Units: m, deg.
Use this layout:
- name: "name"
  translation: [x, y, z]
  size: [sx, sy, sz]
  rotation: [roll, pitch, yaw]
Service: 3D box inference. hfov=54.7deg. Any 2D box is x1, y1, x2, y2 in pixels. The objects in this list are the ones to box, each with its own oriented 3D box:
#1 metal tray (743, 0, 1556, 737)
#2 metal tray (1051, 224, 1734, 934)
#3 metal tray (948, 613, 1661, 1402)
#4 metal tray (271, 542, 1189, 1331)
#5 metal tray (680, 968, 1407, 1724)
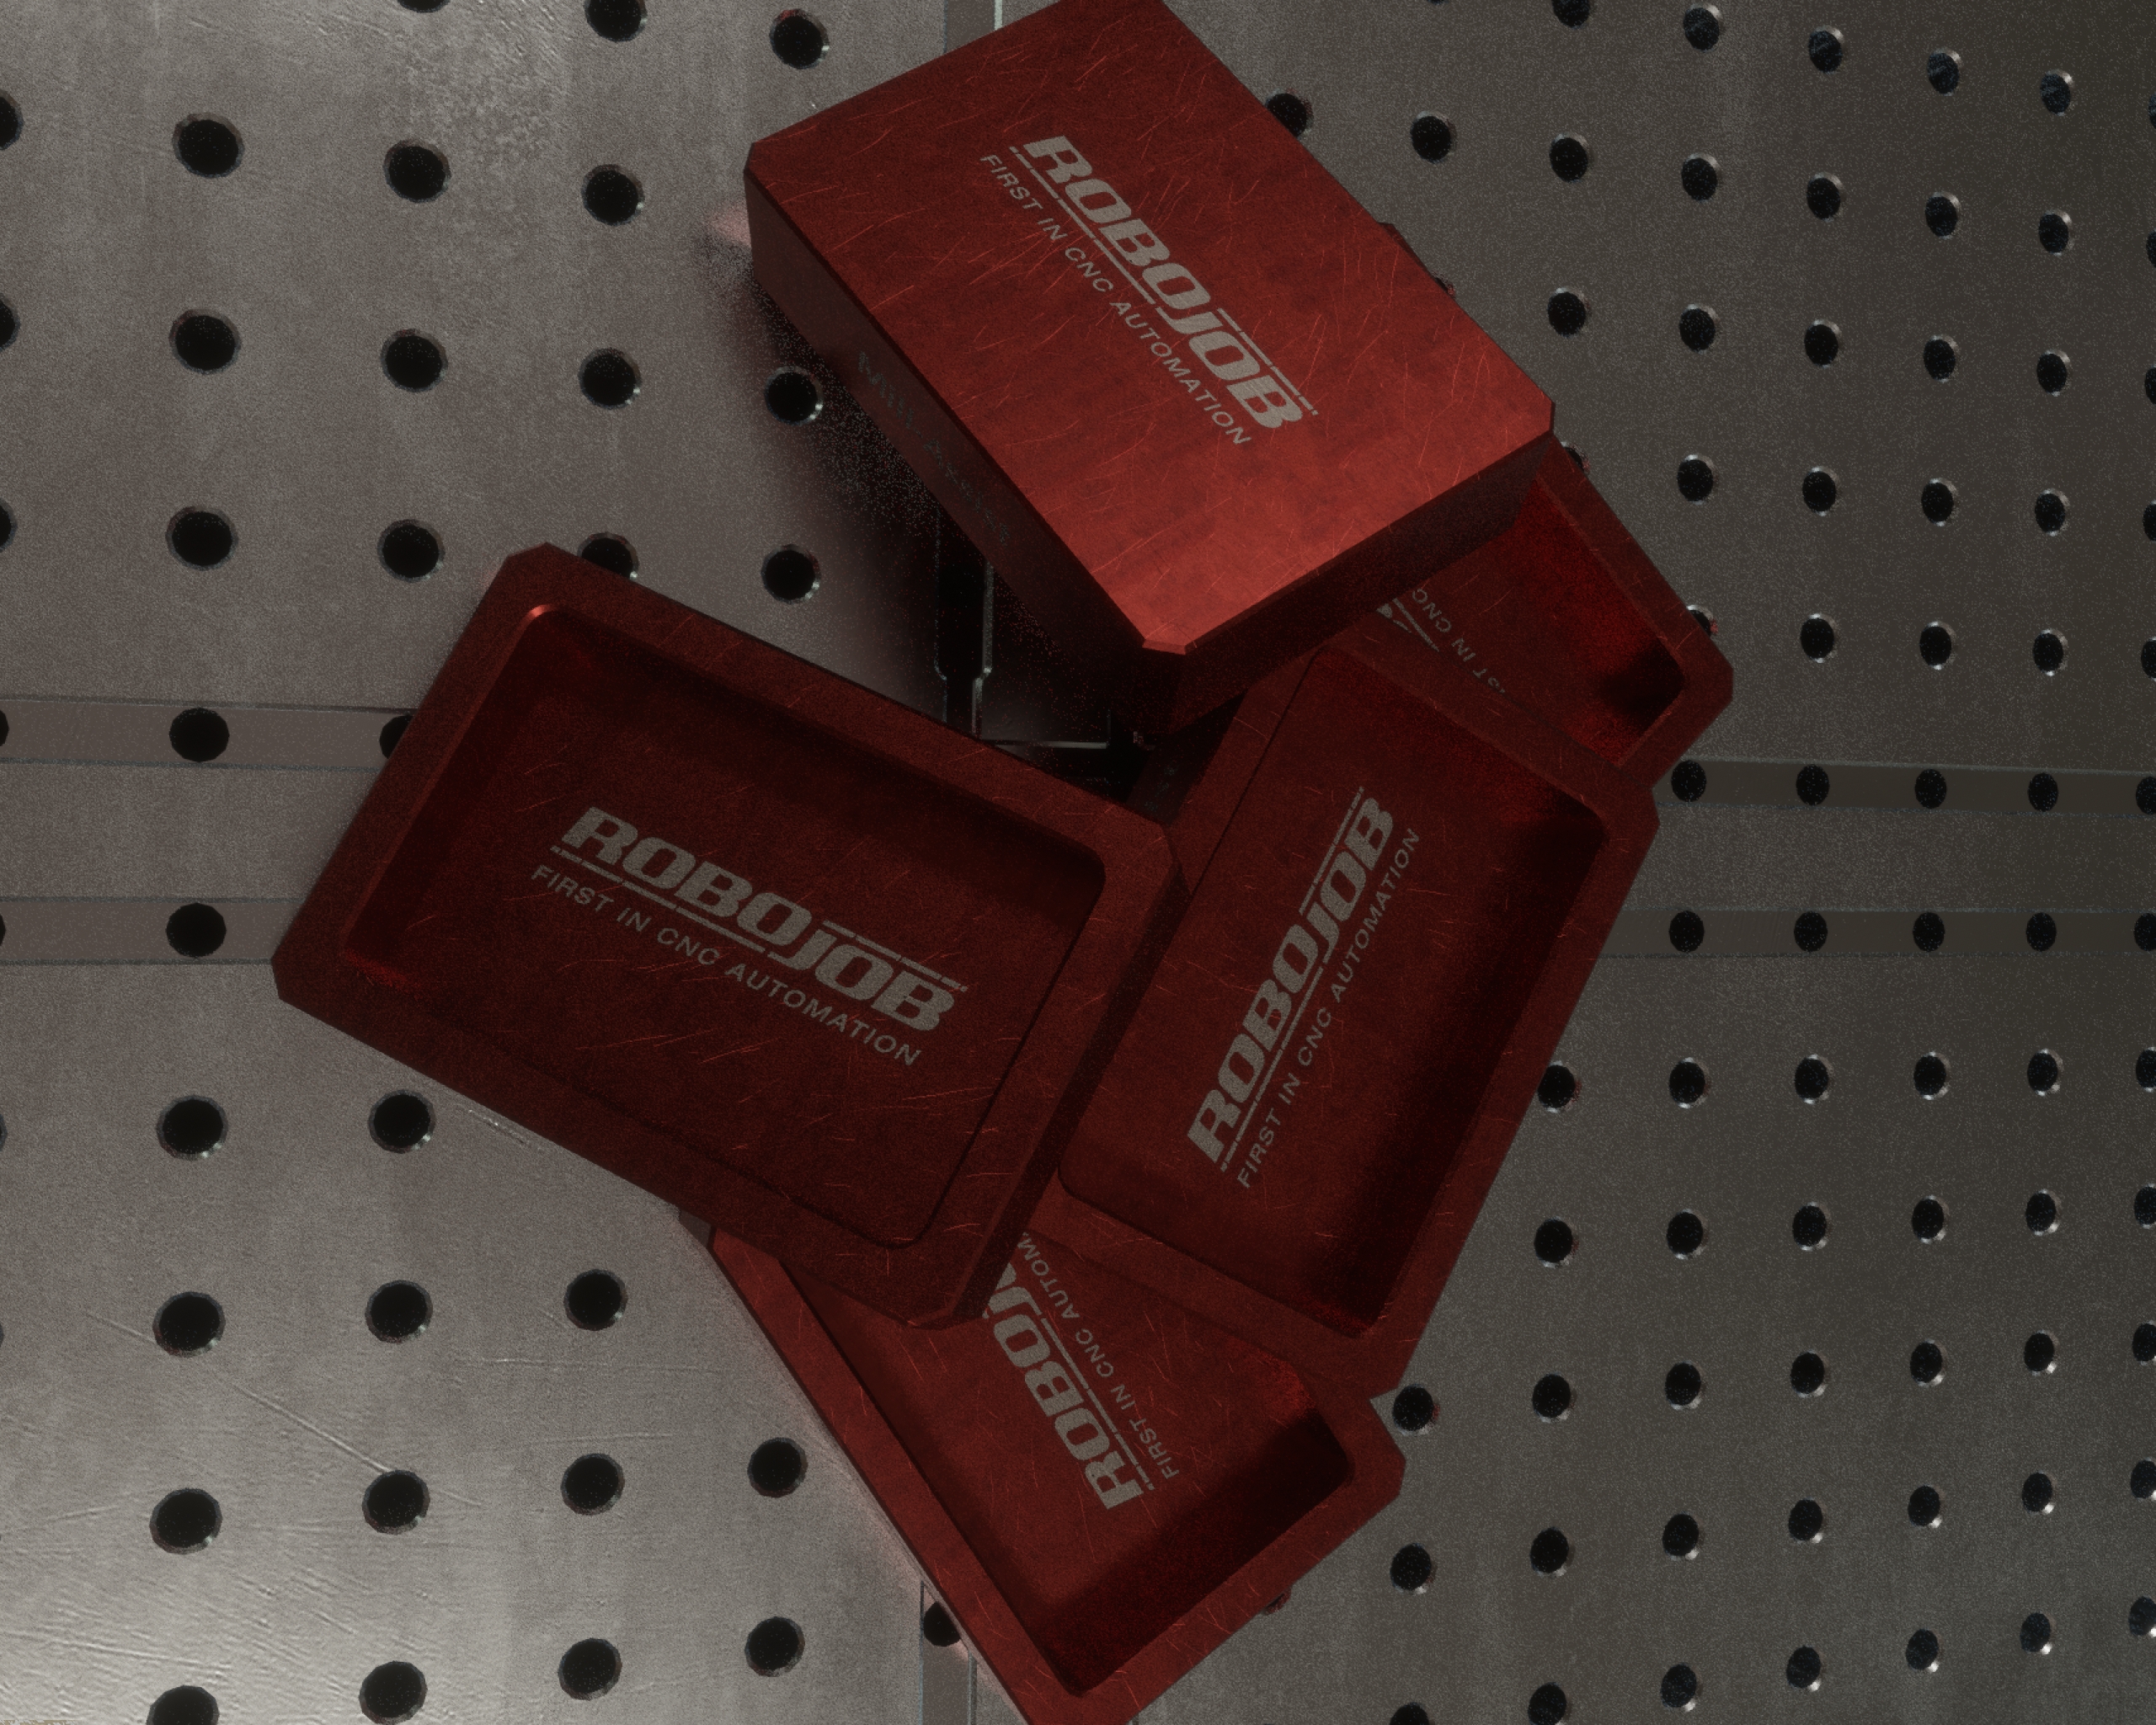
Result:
- name: "metal tray"
  translation: [0.011, -0.096, 0.382]
  size: [0.091, 0.030, 0.130]
  rotation: [-32, 71, -18]
- name: "metal tray"
  translation: [0.066, -0.054, 0.435]
  size: [0.090, 0.030, 0.130]
  rotation: [-45, 105, -15]
- name: "metal tray"
  translation: [0.044, 0.024, 0.396]
  size: [0.090, 0.030, 0.130]
  rotation: [30, 80, -18]
- name: "metal tray"
  translation: [-0.058, 0.011, 0.357]
  size: [0.130, 0.030, 0.090]
  rotation: [25, 80, 12]
- name: "metal tray"
  translation: [-0.005, 0.095, 0.409]
  size: [0.090, 0.030, 0.130]
  rotation: [-34, 102, -17]
